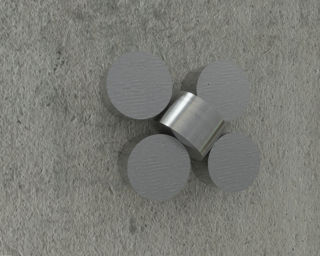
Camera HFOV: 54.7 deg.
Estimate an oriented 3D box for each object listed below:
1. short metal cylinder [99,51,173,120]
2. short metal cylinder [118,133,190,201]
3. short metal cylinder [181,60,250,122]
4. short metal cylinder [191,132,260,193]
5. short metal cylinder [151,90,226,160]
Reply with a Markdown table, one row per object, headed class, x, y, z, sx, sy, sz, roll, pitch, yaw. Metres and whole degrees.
| class | x | y | z | sx | sy | sz | roll | pitch | yaw |
| --- | --- | --- | --- | --- | --- | --- | --- | --- | --- |
| short metal cylinder | -0.031 | -0.050 | 0.385 | 0.081 | 0.050 | 0.079 | 0 | 90 | -21 |
| short metal cylinder | -0.009 | 0.047 | 0.394 | 0.081 | 0.050 | 0.079 | 0 | 90 | -21 |
| short metal cylinder | 0.075 | -0.048 | 0.424 | 0.081 | 0.050 | 0.079 | 0 | 90 | -21 |
| short metal cylinder | 0.090 | 0.045 | 0.431 | 0.081 | 0.050 | 0.079 | 0 | 90 | -21 |
| short metal cylinder | 0.036 | -0.003 | 0.396 | 0.080 | 0.080 | 0.050 | 41 | 77 | -16 |
